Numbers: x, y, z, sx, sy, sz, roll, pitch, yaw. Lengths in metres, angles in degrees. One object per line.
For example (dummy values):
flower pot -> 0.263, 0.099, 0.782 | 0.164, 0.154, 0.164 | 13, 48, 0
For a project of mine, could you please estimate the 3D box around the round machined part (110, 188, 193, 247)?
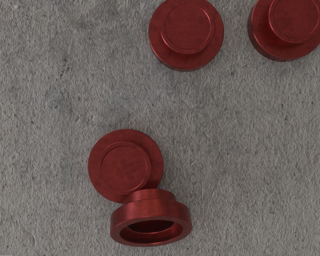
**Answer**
round machined part -> -0.012, 0.109, 0.383 | 0.099, 0.098, 0.042 | -6, 51, 0

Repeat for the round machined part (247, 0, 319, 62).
round machined part -> 0.168, -0.138, 0.402 | 0.099, 0.042, 0.097 | 0, 90, 0

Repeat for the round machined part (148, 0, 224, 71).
round machined part -> 0.034, -0.125, 0.401 | 0.099, 0.042, 0.097 | 0, 90, 0

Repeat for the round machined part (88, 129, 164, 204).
round machined part -> -0.044, 0.050, 0.401 | 0.099, 0.042, 0.097 | 0, 90, 0
